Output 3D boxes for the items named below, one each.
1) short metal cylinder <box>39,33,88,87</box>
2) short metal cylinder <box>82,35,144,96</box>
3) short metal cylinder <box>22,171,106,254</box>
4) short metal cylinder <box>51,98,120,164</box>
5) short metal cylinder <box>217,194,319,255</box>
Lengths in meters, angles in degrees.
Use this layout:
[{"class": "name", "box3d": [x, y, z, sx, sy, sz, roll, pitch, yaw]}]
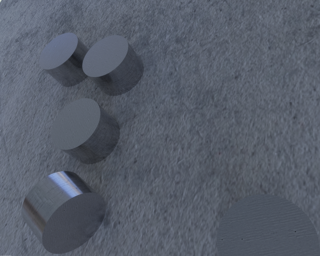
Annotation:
[{"class": "short metal cylinder", "box3d": [-0.162, -0.120, 0.544, 0.080, 0.050, 0.080, -13, 56, 20]}, {"class": "short metal cylinder", "box3d": [-0.072, -0.097, 0.484, 0.080, 0.050, 0.080, -13, 56, 20]}, {"class": "short metal cylinder", "box3d": [-0.112, 0.098, 0.365, 0.050, 0.080, 0.080, 30, 78, 37]}, {"class": "short metal cylinder", "box3d": [-0.104, 0.005, 0.438, 0.080, 0.050, 0.080, -13, 56, 20]}, {"class": "short metal cylinder", "box3d": [0.096, 0.105, 0.273, 0.080, 0.050, 0.080, -13, 56, 20]}]
